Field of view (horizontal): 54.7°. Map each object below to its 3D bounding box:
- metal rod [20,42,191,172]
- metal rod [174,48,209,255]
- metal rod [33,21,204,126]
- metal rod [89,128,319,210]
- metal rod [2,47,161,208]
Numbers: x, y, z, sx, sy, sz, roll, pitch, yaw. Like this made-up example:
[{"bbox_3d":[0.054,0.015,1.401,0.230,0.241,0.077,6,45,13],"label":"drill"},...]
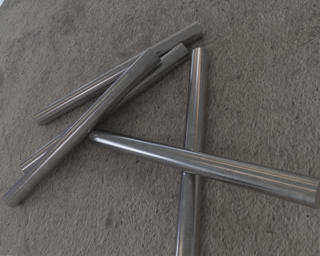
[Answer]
[{"bbox_3d":[-0.083,-0.026,0.463,0.300,0.025,0.025,-36,51,3],"label":"metal rod"},{"bbox_3d":[0.040,0.026,0.367,0.025,0.025,0.299,-7,58,25],"label":"metal rod"},{"bbox_3d":[-0.072,-0.081,0.491,0.300,0.025,0.025,-27,52,11],"label":"metal rod"},{"bbox_3d":[0.017,0.032,0.343,0.300,0.025,0.025,10,67,43],"label":"metal rod"},{"bbox_3d":[-0.113,0.003,0.440,0.300,0.025,0.025,-45,51,5],"label":"metal rod"}]
